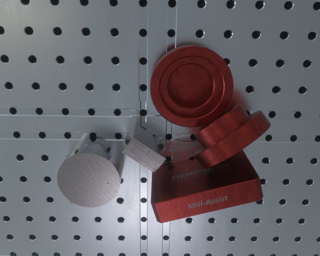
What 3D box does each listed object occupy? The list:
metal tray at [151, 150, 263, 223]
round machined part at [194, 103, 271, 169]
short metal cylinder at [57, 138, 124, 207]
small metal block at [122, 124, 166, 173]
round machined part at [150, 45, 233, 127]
[{"bbox_3d":[0.056,0.071,0.405,0.131,0.090,0.030,-14,110,5],"label":"metal tray"},{"bbox_3d":[0.081,0.006,0.381,0.098,0.098,0.042,-35,87,12],"label":"round machined part"},{"bbox_3d":[-0.092,0.060,0.421,0.081,0.050,0.079,0,110,0],"label":"short metal cylinder"},{"bbox_3d":[-0.020,0.026,0.409,0.050,0.050,0.025,34,107,-12],"label":"small metal block"},{"bbox_3d":[0.037,-0.053,0.385,0.099,0.042,0.097,0,110,0],"label":"round machined part"}]
